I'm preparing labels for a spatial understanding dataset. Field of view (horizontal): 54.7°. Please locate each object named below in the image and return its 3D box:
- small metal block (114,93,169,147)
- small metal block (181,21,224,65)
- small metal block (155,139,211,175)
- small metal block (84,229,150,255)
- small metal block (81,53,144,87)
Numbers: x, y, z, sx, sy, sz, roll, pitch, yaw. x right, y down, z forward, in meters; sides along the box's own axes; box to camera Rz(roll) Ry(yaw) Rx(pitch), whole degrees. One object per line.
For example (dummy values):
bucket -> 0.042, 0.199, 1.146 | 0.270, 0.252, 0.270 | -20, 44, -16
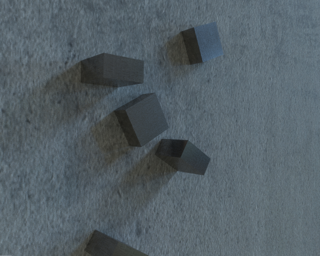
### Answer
small metal block -> -0.022, -0.011, 0.388 | 0.050, 0.025, 0.050 | -35, 112, -35
small metal block -> 0.064, -0.126, 0.461 | 0.050, 0.025, 0.050 | -28, 108, -37
small metal block -> 0.030, 0.039, 0.416 | 0.050, 0.050, 0.025 | 39, 66, -34
small metal block -> -0.048, 0.142, 0.350 | 0.050, 0.050, 0.025 | 40, 66, -33
small metal block -> -0.053, -0.063, 0.345 | 0.050, 0.050, 0.025 | 1, 89, -40
